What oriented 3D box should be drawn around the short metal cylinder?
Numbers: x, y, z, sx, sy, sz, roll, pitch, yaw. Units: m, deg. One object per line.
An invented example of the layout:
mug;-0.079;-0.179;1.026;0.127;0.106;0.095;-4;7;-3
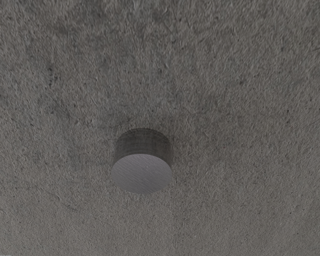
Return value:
short metal cylinder;-0.024;0.046;0.430;0.080;0.050;0.080;0;130;0
